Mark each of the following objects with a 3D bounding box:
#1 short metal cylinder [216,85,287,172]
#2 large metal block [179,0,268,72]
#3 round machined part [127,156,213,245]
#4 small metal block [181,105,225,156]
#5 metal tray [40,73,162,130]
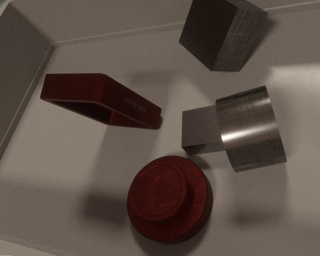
[{"bbox_3d":[0.094,0.001,0.320,0.050,0.080,0.080,-16,56,19],"label":"short metal cylinder"},{"bbox_3d":[0.077,-0.128,0.401,0.080,0.050,0.079,53,136,39],"label":"large metal block"},{"bbox_3d":[0.005,0.075,0.345,0.098,0.042,0.098,-13,56,20],"label":"round machined part"},{"bbox_3d":[0.055,0.003,0.375,0.050,0.025,0.050,-10,57,22],"label":"small metal block"},{"bbox_3d":[-0.068,-0.030,0.389,0.090,0.130,0.030,5,79,30],"label":"metal tray"}]
